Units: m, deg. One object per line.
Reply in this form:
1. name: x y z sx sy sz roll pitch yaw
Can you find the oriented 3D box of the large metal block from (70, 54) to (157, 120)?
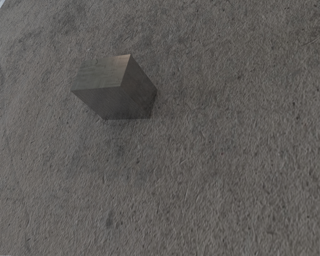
1. large metal block: -0.061 -0.053 0.435 0.080 0.080 0.050 -1 61 28
